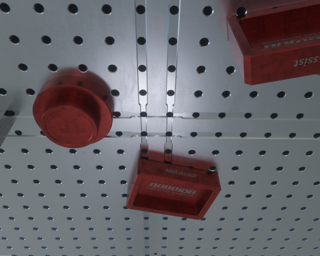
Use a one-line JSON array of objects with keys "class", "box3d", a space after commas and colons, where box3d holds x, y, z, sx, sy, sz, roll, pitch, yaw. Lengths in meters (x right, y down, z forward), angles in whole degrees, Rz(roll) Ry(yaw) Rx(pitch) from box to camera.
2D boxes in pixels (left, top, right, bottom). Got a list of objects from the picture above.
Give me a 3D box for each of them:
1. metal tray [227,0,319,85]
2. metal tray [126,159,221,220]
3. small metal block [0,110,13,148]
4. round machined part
[{"class": "metal tray", "box3d": [0.138, -0.087, 0.295, 0.131, 0.090, 0.030, -9, 130, 7]}, {"class": "metal tray", "box3d": [0.019, 0.101, 0.493, 0.131, 0.030, 0.089, 12, 129, -10]}, {"class": "small metal block", "box3d": [-0.226, 0.003, 0.396, 0.050, 0.050, 0.025, -2, 130, 1]}, {"class": "round machined part", "box3d": [-0.109, -0.012, 0.389, 0.099, 0.042, 0.097, 0, 130, 0]}]
